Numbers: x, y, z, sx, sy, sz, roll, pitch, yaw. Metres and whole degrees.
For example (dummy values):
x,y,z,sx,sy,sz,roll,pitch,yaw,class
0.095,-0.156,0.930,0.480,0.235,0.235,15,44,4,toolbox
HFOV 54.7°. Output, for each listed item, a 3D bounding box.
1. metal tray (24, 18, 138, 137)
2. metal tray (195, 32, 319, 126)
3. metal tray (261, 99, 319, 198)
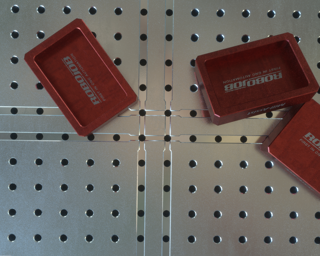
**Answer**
x,y,z,sx,sy,sz,roll,pitch,yaw,class
-0.102,-0.065,0.409,0.090,0.030,0.130,-35,90,-1,metal tray
0.119,-0.063,0.396,0.131,0.030,0.090,-15,69,-1,metal tray
0.215,0.034,0.414,0.130,0.030,0.090,39,90,-1,metal tray
